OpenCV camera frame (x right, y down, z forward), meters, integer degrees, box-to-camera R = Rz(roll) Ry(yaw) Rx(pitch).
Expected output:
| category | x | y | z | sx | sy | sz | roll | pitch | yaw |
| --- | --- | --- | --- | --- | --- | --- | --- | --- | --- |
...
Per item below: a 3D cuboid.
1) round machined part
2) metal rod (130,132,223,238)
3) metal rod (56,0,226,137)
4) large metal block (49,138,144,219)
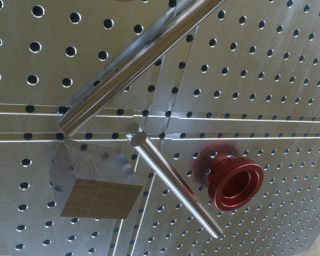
| category | x | y | z | sx | sy | sz | roll | pitch | yaw |
| --- | --- | --- | --- | --- | --- | --- | --- | --- | --- |
| round machined part | 0.123 | 0.090 | 0.526 | 0.099 | 0.042 | 0.097 | -14 | 125 | -21 |
| metal rod | 0.041 | 0.107 | 0.501 | 0.025 | 0.025 | 0.300 | -39 | 130 | -3 |
| metal rod | 0.004 | -0.099 | 0.353 | 0.300 | 0.025 | 0.025 | -42 | 130 | 0 |
| large metal block | -0.079 | 0.061 | 0.371 | 0.081 | 0.080 | 0.050 | 14 | 111 | -35 |
